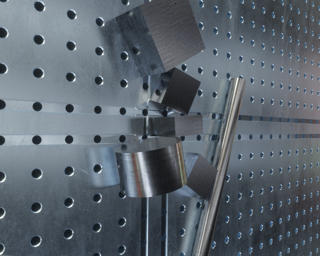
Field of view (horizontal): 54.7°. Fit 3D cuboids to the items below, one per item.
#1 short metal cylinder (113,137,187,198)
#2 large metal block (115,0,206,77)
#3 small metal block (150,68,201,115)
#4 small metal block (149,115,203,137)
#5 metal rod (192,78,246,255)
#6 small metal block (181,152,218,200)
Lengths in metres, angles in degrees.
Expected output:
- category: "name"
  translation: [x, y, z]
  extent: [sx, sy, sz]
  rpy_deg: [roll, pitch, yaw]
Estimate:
- category: "short metal cylinder"
  translation: [-0.011, 0.043, 0.366]
  extent: [0.081, 0.080, 0.050]
  rpy_deg: [-15, 100, -39]
- category: "large metal block"
  translation: [0.003, -0.121, 0.397]
  extent: [0.080, 0.050, 0.080]
  rpy_deg: [-37, 113, -34]
- category: "small metal block"
  translation: [0.022, -0.051, 0.422]
  extent: [0.050, 0.025, 0.050]
  rpy_deg: [22, 90, -38]
- category: "small metal block"
  translation: [0.021, -0.003, 0.413]
  extent: [0.050, 0.050, 0.025]
  rpy_deg: [-6, 94, -40]
- category: "metal rod"
  translation: [0.095, 0.062, 0.491]
  extent: [0.025, 0.025, 0.299]
  rpy_deg: [25, 75, -38]
- category: "small metal block"
  translation: [0.053, 0.071, 0.457]
  extent: [0.050, 0.025, 0.050]
  rpy_deg: [42, 64, -32]
